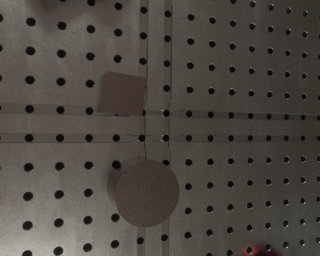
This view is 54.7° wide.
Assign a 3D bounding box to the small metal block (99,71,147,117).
[{"bbox_3d":[-0.048,-0.042,0.396,0.050,0.025,0.050,7,88,-20],"label":"small metal block"}]

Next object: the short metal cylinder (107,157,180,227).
[{"bbox_3d":[-0.022,0.078,0.392,0.081,0.050,0.079,0,90,-20],"label":"short metal cylinder"}]
